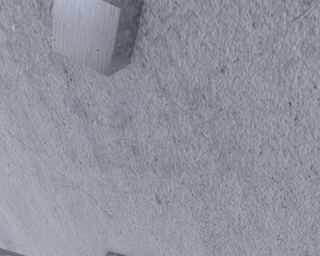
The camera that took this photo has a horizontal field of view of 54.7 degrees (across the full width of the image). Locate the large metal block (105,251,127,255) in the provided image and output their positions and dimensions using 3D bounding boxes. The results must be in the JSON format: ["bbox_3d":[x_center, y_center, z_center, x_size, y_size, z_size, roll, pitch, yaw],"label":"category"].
[{"bbox_3d":[-0.073,0.301,0.616,0.080,0.050,0.080,2,120,27],"label":"large metal block"}]

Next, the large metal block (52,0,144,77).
[{"bbox_3d":[-0.073,-0.118,0.357,0.080,0.050,0.079,27,128,11],"label":"large metal block"}]
